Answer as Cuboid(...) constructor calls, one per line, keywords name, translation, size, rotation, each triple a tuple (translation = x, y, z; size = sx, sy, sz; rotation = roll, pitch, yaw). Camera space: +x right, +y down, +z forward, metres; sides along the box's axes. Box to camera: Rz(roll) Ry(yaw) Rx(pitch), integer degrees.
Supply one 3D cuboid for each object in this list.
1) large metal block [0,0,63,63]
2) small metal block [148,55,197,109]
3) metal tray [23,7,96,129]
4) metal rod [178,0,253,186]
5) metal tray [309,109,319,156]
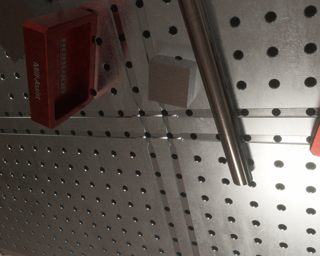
Cuboid(name="large metal block", translation=(-0.172, -0.142, 0.396), size=(0.080, 0.050, 0.080), rotation=(-22, 107, 36))
Cuboid(name="small metal block", translation=(0.014, -0.056, 0.368), size=(0.050, 0.025, 0.050), rotation=(15, 125, 19))
Cuboid(name="metal tray", translation=(-0.120, -0.074, 0.384), size=(0.030, 0.090, 0.129), rotation=(22, 127, 14))
Cuboid(name="metal rod", translation=(0.056, -0.064, 0.341), size=(0.025, 0.025, 0.298), rotation=(-7, 115, 31))
Cuboid(name="metal tray", translation=(0.204, -0.023, 0.286), size=(0.090, 0.030, 0.129), rotation=(15, 125, 19))
